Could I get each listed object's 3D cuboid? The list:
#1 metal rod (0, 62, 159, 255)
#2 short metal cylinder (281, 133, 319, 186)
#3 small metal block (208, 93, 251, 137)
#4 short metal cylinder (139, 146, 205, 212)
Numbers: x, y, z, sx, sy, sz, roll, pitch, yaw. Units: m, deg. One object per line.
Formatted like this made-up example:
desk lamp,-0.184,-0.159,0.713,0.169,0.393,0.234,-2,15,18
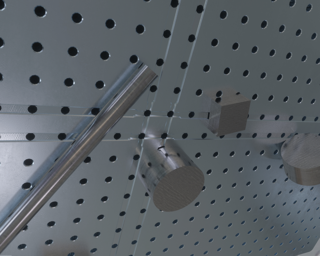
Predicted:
metal rod,-0.111,0.042,0.376,0.300,0.025,0.025,-48,129,5
short metal cylinder,0.262,0.055,0.553,0.080,0.080,0.050,-33,129,-7
small metal block,0.101,-0.019,0.454,0.050,0.025,0.050,-12,124,-22
short metal cylinder,0.017,0.074,0.450,0.081,0.050,0.079,-14,124,-21
